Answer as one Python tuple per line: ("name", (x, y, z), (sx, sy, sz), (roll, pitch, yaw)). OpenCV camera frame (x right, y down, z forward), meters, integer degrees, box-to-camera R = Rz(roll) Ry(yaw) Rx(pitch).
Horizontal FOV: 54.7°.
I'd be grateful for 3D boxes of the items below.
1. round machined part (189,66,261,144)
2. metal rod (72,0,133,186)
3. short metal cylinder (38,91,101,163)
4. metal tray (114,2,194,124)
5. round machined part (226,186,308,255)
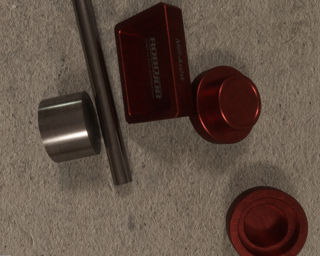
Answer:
("round machined part", (0.085, -0.029, 0.381), (0.099, 0.042, 0.097), (3, 84, -30))
("metal rod", (-0.082, -0.073, 0.408), (0.025, 0.025, 0.298), (-13, 90, 0))
("short metal cylinder", (-0.108, -0.001, 0.381), (0.050, 0.080, 0.080), (-12, 90, 0))
("metal tray", (-0.010, -0.074, 0.380), (0.090, 0.030, 0.129), (-7, 90, 43))
("round machined part", (0.134, 0.124, 0.403), (0.099, 0.042, 0.097), (0, 90, -1))
